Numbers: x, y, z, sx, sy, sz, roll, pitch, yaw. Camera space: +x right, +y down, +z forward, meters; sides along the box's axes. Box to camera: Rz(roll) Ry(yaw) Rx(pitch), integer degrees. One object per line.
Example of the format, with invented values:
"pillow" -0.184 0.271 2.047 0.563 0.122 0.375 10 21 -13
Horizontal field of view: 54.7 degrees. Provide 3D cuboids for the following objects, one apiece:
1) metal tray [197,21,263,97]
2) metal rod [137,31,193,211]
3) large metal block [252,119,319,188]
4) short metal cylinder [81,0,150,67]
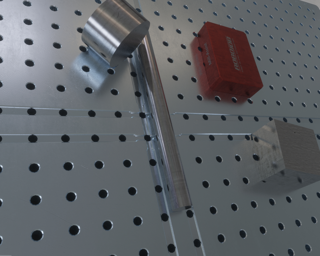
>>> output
"metal tray" 0.122 -0.121 0.545 0.091 0.030 0.130 6 59 -25
"metal rod" -0.004 -0.037 0.428 0.025 0.025 0.299 1 61 -28
"large metal block" 0.196 0.040 0.473 0.081 0.050 0.080 13 56 -21
"short metal cylinder" -0.059 -0.130 0.420 0.050 0.080 0.080 42 51 0
